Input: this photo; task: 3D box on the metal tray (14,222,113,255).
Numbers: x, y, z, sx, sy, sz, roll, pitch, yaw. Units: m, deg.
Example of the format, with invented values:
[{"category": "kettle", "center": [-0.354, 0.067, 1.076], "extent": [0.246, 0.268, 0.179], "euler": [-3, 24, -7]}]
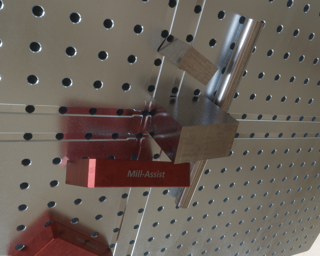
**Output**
[{"category": "metal tray", "center": [-0.140, 0.200, 0.457], "extent": [0.090, 0.030, 0.130], "euler": [-43, 130, 1]}]

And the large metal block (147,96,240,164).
[{"category": "large metal block", "center": [0.039, -0.001, 0.398], "extent": [0.081, 0.080, 0.050], "euler": [-5, 121, -27]}]

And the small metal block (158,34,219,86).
[{"category": "small metal block", "center": [0.033, -0.080, 0.365], "extent": [0.050, 0.050, 0.025], "euler": [28, 103, -38]}]

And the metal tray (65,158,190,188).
[{"category": "metal tray", "center": [-0.039, 0.056, 0.383], "extent": [0.131, 0.090, 0.030], "euler": [7, 80, -32]}]

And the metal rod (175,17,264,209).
[{"category": "metal rod", "center": [0.078, -0.007, 0.452], "extent": [0.025, 0.025, 0.298], "euler": [4, 117, -31]}]
